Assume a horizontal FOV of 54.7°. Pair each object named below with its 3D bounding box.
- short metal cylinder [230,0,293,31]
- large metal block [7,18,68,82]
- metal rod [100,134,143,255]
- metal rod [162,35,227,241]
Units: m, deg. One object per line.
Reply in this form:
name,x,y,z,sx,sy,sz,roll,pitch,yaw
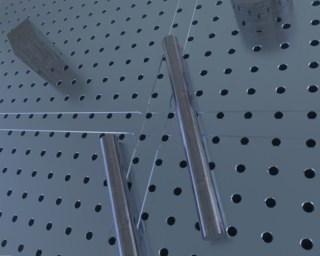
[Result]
short metal cylinder,0.140,-0.182,0.430,0.080,0.050,0.080,-13,56,20
large metal block,-0.229,-0.145,0.579,0.050,0.080,0.080,-39,51,2
metal rod,-0.034,0.131,0.344,0.025,0.025,0.299,-27,53,11
metal rod,0.035,-0.012,0.396,0.025,0.025,0.299,-20,54,16
